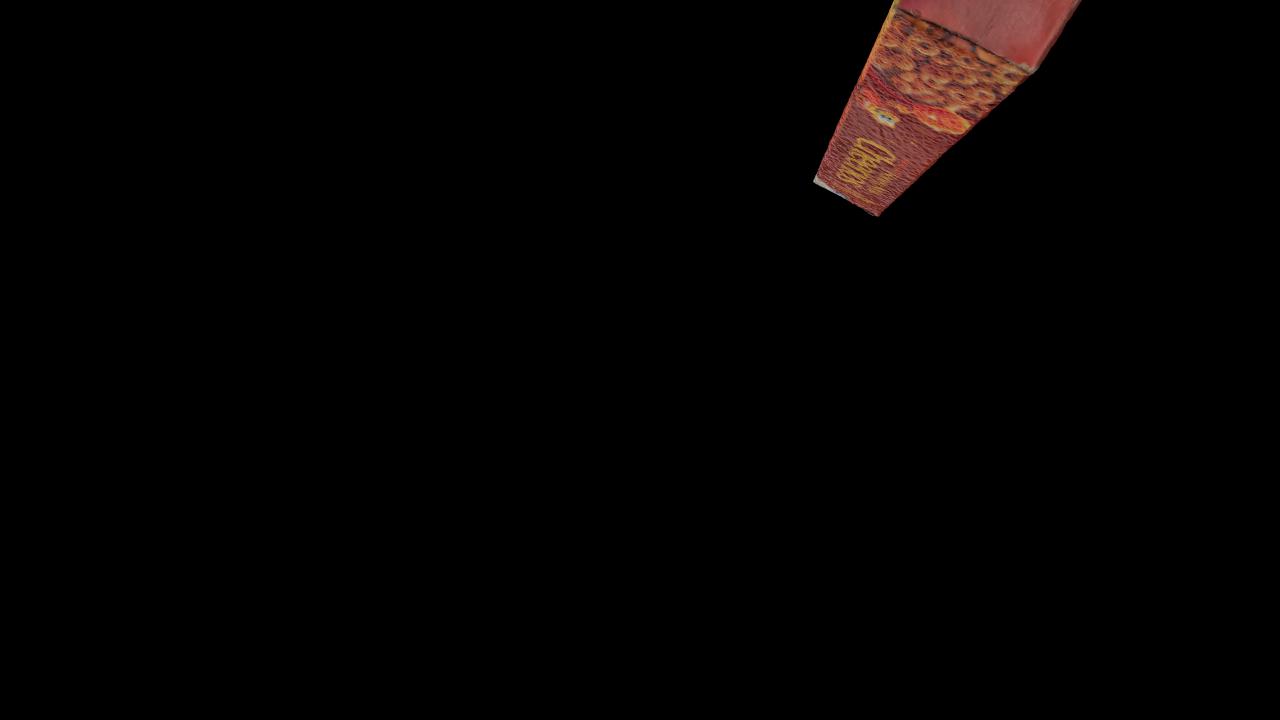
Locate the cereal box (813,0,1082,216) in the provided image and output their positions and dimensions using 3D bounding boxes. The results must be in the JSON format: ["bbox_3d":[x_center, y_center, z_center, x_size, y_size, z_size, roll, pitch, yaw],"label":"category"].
[{"bbox_3d":[0.212,-0.228,0.406,0.081,0.203,0.306,31,6,6],"label":"cereal box"}]
